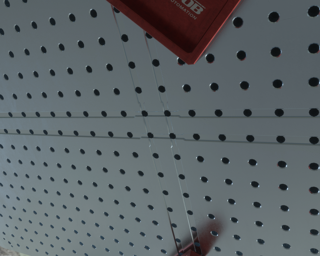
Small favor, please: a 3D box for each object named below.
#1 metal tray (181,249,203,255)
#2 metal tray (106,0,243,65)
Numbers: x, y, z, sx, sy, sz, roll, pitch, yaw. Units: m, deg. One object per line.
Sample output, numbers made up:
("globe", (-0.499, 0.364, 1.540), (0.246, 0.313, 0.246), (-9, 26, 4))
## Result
("metal tray", (0.024, 0.273, 0.522), (0.030, 0.090, 0.129), (31, 129, -7))
("metal tray", (0.010, -0.139, 0.316), (0.130, 0.030, 0.090), (39, 129, 2))
